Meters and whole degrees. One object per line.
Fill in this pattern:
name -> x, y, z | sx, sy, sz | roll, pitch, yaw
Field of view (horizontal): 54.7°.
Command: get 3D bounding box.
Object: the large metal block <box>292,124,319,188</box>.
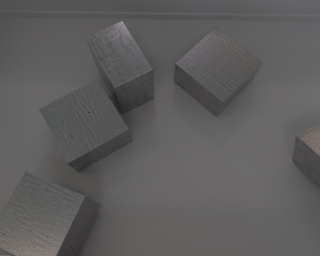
large metal block -> 0.221, 0.034, 0.368 | 0.080, 0.050, 0.080 | -23, 44, -8

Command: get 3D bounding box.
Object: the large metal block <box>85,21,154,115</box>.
large metal block -> -0.049, -0.076, 0.408 | 0.050, 0.080, 0.080 | -28, 73, -10

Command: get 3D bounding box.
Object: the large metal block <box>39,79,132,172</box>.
large metal block -> -0.092, -0.002, 0.396 | 0.080, 0.050, 0.080 | -30, 73, -10

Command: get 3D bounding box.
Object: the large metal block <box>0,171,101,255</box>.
large metal block -> -0.127, 0.105, 0.350 | 0.080, 0.050, 0.080 | 18, 70, 16

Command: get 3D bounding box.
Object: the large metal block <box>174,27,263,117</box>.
large metal block -> 0.077, -0.076, 0.424 | 0.080, 0.050, 0.080 | 42, 75, 14
